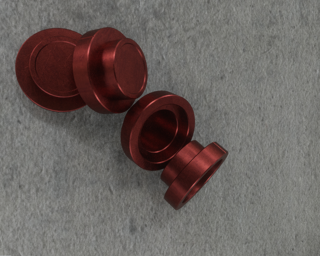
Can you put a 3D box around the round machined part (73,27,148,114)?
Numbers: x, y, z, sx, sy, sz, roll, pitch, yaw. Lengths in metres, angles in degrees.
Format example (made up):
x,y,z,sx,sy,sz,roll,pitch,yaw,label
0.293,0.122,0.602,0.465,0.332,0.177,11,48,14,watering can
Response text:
x,y,z,sx,sy,sz,roll,pitch,yaw,label
-0.049,-0.066,0.354,0.098,0.042,0.097,5,84,-61,round machined part

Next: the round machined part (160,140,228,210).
x,y,z,sx,sy,sz,roll,pitch,yaw,label
0.039,0.054,0.395,0.042,0.098,0.098,42,74,18,round machined part

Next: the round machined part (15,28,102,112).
x,y,z,sx,sy,sz,roll,pitch,yaw,label
-0.113,-0.067,0.358,0.099,0.042,0.097,0,90,-20,round machined part

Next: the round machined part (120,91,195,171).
x,y,z,sx,sy,sz,roll,pitch,yaw,label
-0.007,0.000,0.385,0.099,0.042,0.097,-18,121,-33,round machined part
